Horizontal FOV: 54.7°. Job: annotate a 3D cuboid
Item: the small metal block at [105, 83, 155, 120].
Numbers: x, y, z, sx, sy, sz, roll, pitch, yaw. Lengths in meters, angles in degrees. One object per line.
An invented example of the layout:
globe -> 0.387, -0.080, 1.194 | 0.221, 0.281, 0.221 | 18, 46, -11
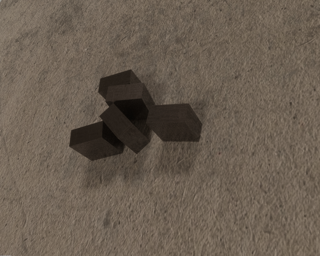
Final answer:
small metal block -> -0.039, -0.035, 0.424 | 0.050, 0.050, 0.025 | -4, 60, 16

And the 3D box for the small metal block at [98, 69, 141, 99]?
small metal block -> -0.052, -0.053, 0.446 | 0.050, 0.050, 0.025 | -12, 56, 21

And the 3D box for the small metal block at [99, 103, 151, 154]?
small metal block -> -0.046, 0.001, 0.409 | 0.025, 0.050, 0.050 | -44, 52, -2

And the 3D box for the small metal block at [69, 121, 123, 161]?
small metal block -> -0.085, 0.019, 0.419 | 0.050, 0.050, 0.025 | -15, 56, 19

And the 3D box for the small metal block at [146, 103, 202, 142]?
small metal block -> 0.019, -0.005, 0.380 | 0.050, 0.050, 0.025 | -1, 62, 27
